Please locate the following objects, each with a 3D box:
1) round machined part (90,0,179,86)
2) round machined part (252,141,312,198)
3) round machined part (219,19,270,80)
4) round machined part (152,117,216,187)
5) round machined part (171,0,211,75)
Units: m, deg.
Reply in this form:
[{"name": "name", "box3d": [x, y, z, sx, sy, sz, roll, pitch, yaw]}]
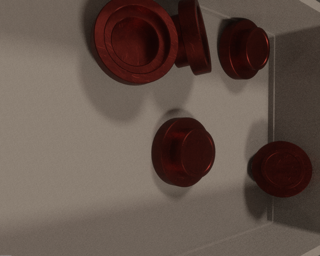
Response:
[{"name": "round machined part", "box3d": [-0.032, -0.098, 0.359, 0.099, 0.042, 0.097, 0, 91, -23]}, {"name": "round machined part", "box3d": [0.210, 0.071, 0.535, 0.042, 0.098, 0.097, 28, 69, -73]}, {"name": "round machined part", "box3d": [0.146, -0.130, 0.515, 0.099, 0.042, 0.097, -7, 100, -40]}, {"name": "round machined part", "box3d": [0.040, 0.034, 0.431, 0.099, 0.042, 0.097, 0, 90, -40]}, {"name": "round machined part", "box3d": [0.037, -0.117, 0.409, 0.098, 0.042, 0.097, -11, 90, -74]}]
